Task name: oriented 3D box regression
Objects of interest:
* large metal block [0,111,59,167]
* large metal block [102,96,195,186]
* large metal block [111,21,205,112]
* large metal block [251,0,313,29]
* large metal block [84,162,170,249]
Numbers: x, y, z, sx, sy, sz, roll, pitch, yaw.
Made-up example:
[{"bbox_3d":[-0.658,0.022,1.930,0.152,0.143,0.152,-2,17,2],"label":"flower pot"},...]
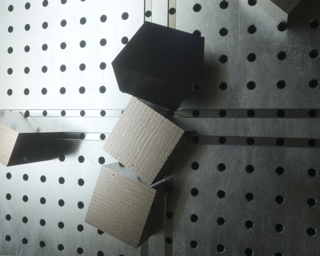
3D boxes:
[{"bbox_3d":[-0.216,0.013,0.461,0.080,0.080,0.050,26,99,18],"label":"large metal block"},{"bbox_3d":[-0.014,0.015,0.405,0.080,0.050,0.080,35,101,16],"label":"large metal block"},{"bbox_3d":[0.001,-0.077,0.380,0.080,0.050,0.080,22,62,18],"label":"large metal block"},{"bbox_3d":[0.142,-0.176,0.349,0.080,0.050,0.080,46,104,14],"label":"large metal block"},{"bbox_3d":[-0.043,0.099,0.415,0.080,0.050,0.080,21,97,19],"label":"large metal block"}]
